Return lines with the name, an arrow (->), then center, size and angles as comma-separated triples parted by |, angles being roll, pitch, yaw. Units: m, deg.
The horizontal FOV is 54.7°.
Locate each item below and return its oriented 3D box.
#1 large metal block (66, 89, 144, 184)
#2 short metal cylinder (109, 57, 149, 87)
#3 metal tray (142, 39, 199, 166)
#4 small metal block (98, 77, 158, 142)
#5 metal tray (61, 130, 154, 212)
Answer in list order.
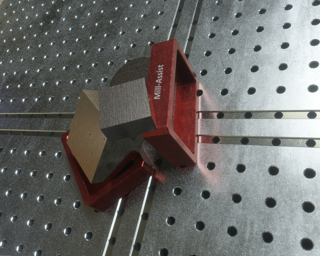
large metal block -> -0.068, 0.009, 0.381 | 0.080, 0.050, 0.079 | 46, 124, 38
short metal cylinder -> -0.023, -0.052, 0.435 | 0.080, 0.050, 0.080 | -13, 56, 20
metal tray -> 0.017, -0.030, 0.374 | 0.030, 0.090, 0.130 | -9, 58, 23
small metal block -> -0.033, -0.019, 0.315 | 0.050, 0.025, 0.050 | -15, 55, 6
metal tray -> -0.076, 0.034, 0.420 | 0.090, 0.030, 0.130 | -37, 51, 3
